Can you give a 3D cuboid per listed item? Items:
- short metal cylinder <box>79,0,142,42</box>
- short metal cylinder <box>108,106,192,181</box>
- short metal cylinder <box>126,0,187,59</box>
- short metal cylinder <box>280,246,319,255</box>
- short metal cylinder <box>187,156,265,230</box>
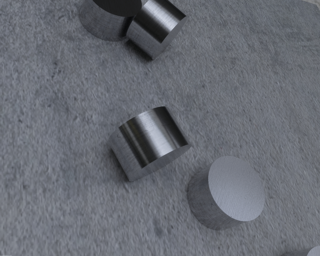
[{"bbox_3d":[-0.073,-0.175,0.456,0.081,0.050,0.080,14,56,-21],"label":"short metal cylinder"},{"bbox_3d":[-0.011,0.019,0.353,0.081,0.080,0.050,-21,73,-36],"label":"short metal cylinder"},{"bbox_3d":[-0.004,-0.149,0.459,0.050,0.080,0.080,40,51,-1],"label":"short metal cylinder"},{"bbox_3d":[0.187,0.189,0.376,0.081,0.050,0.080,14,56,-21],"label":"short metal cylinder"},{"bbox_3d":[0.081,0.081,0.384,0.081,0.050,0.080,14,56,-21],"label":"short metal cylinder"}]
